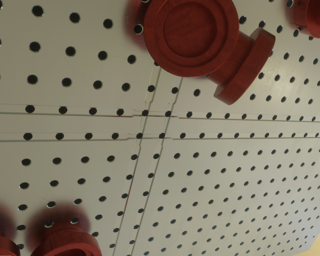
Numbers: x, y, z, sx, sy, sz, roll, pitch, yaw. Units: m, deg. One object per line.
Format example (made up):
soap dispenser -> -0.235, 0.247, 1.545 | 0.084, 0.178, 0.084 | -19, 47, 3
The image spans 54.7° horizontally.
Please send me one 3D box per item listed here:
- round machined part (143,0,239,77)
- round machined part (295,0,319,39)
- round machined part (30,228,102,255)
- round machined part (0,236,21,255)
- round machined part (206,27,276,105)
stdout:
round machined part -> 0.032, -0.106, 0.337 | 0.099, 0.042, 0.097 | 0, 107, -1
round machined part -> 0.240, -0.172, 0.428 | 0.099, 0.042, 0.097 | -14, 125, -21
round machined part -> -0.136, 0.183, 0.440 | 0.099, 0.042, 0.097 | -14, 125, -21
round machined part -> -0.226, 0.167, 0.381 | 0.099, 0.042, 0.097 | -14, 125, -21
round machined part -> 0.093, -0.080, 0.380 | 0.042, 0.098, 0.098 | 31, 104, -2
